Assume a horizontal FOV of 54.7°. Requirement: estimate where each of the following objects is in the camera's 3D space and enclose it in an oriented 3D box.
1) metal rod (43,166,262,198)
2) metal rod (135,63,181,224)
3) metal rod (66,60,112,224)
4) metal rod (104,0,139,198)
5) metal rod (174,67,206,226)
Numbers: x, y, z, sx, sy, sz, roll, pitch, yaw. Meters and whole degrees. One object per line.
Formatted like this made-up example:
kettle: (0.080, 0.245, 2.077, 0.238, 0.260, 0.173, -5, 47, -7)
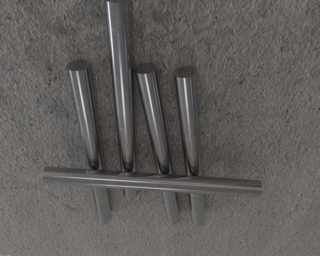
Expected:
metal rod: (-0.007, 0.077, 0.437, 0.302, 0.025, 0.025, 4, 130, -4)
metal rod: (0.004, 0.045, 0.445, 0.025, 0.025, 0.298, -6, 130, 5)
metal rod: (-0.094, 0.044, 0.443, 0.025, 0.025, 0.298, 1, 130, -1)
metal rod: (-0.044, -0.012, 0.396, 0.025, 0.025, 0.298, 1, 130, -1)
metal rod: (0.048, 0.049, 0.448, 0.025, 0.025, 0.298, -6, 130, 5)
